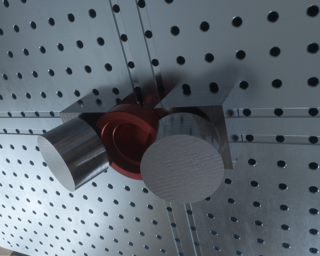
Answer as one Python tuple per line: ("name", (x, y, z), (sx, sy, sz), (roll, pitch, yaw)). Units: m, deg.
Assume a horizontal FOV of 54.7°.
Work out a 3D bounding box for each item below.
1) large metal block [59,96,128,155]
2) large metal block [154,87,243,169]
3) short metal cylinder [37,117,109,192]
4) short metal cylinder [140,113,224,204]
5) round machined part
("large metal block", (-0.083, 0.003, 0.441), (0.080, 0.050, 0.080), (1, 119, 28))
("large metal block", (0.048, 0.000, 0.369), (0.080, 0.050, 0.080), (-1, 118, 28))
("short metal cylinder", (-0.110, 0.033, 0.392), (0.080, 0.050, 0.079), (32, 140, 33))
("short metal cylinder", (0.023, 0.030, 0.320), (0.080, 0.050, 0.079), (2, 116, 5))
("round machined part", (-0.028, 0.013, 0.385), (0.098, 0.042, 0.097), (13, 124, 21))
